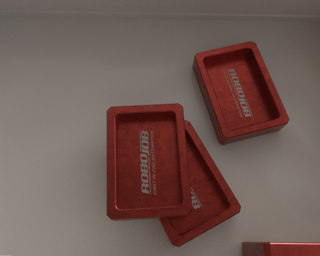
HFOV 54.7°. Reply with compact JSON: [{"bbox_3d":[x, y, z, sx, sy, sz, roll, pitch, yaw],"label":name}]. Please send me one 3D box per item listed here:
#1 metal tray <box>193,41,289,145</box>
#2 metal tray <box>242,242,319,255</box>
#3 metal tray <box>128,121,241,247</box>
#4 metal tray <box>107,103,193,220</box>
[{"bbox_3d":[0.107,-0.050,0.426,0.091,0.030,0.130,-14,71,-6],"label":"metal tray"},{"bbox_3d":[0.163,0.137,0.327,0.131,0.090,0.030,1,70,0],"label":"metal tray"},{"bbox_3d":[0.026,0.066,0.383,0.091,0.030,0.130,-26,72,-10],"label":"metal tray"},{"bbox_3d":[-0.014,0.038,0.360,0.091,0.030,0.130,-3,70,-2],"label":"metal tray"}]
